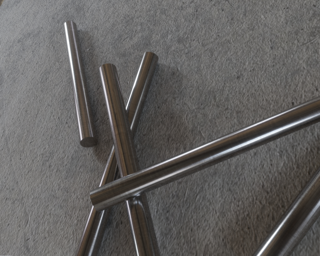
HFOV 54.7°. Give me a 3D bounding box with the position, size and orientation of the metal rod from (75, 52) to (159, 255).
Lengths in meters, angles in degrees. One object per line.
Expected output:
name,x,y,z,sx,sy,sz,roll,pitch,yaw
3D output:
metal rod,-0.051,0.022,0.416,0.025,0.025,0.300,1,62,29

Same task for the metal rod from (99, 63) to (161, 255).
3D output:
metal rod,-0.039,0.041,0.375,0.025,0.025,0.299,-24,60,14

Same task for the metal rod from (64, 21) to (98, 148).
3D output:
metal rod,-0.141,-0.092,0.535,0.025,0.025,0.299,-28,52,11

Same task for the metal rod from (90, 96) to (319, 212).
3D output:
metal rod,0.069,0.021,0.326,0.301,0.025,0.025,-23,53,3

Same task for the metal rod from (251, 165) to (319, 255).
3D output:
metal rod,0.181,0.020,0.295,0.025,0.025,0.300,35,81,38
